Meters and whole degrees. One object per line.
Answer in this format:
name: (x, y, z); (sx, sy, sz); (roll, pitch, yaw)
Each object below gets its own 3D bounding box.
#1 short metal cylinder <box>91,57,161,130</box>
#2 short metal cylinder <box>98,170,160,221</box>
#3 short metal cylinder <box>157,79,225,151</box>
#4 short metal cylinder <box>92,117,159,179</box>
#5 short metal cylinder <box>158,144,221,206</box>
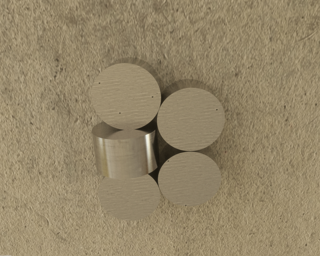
short metal cylinder: (-0.039, -0.044, 0.381); (0.080, 0.050, 0.079); (0, 110, 1)
short metal cylinder: (-0.040, 0.079, 0.426); (0.080, 0.050, 0.079); (0, 110, 1)
short metal cylinder: (0.037, -0.018, 0.391); (0.081, 0.050, 0.079); (0, 111, 0)
short metal cylinder: (-0.042, 0.022, 0.389); (0.080, 0.080, 0.050); (-3, 110, 1)
short metal cylinder: (0.038, 0.057, 0.418); (0.080, 0.050, 0.079); (0, 111, 1)
